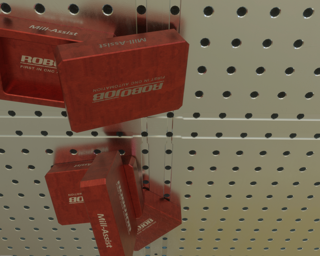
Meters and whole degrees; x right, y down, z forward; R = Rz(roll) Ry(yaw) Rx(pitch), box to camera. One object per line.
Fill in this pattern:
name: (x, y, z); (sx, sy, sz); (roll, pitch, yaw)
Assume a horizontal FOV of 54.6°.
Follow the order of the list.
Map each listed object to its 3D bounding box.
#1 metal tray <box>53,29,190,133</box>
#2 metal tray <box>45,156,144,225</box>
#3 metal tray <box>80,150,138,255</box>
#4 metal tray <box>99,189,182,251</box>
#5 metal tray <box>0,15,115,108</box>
metal tray: (-0.037, -0.050, 0.332); (0.131, 0.030, 0.089); (-14, 136, -18)
metal tray: (-0.096, 0.095, 0.468); (0.131, 0.030, 0.089); (-7, 108, 5)
metal tray: (-0.062, 0.106, 0.405); (0.030, 0.090, 0.129); (-9, 108, 6)
metal tray: (-0.036, 0.167, 0.550); (0.090, 0.030, 0.130); (33, 123, -25)
metal tray: (-0.118, -0.068, 0.349); (0.131, 0.030, 0.089); (8, 130, -7)
